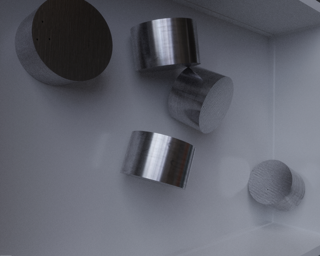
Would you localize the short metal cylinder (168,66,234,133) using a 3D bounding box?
[{"bbox_3d":[0.056,-0.039,0.420,0.081,0.050,0.079,-34,139,-37],"label":"short metal cylinder"}]

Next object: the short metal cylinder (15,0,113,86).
[{"bbox_3d":[-0.096,-0.084,0.311,0.081,0.050,0.079,0,90,-40],"label":"short metal cylinder"}]

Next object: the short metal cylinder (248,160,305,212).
[{"bbox_3d":[0.205,0.102,0.547,0.050,0.080,0.080,31,70,-36],"label":"short metal cylinder"}]

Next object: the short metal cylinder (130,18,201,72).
[{"bbox_3d":[0.007,-0.098,0.378,0.081,0.080,0.050,-12,98,-40],"label":"short metal cylinder"}]

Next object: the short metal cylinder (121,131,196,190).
[{"bbox_3d":[-0.002,0.040,0.371,0.080,0.080,0.050,24,75,-38],"label":"short metal cylinder"}]
